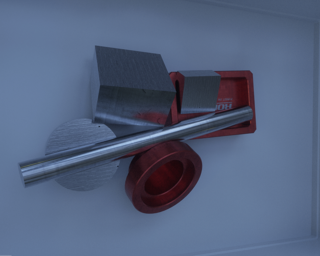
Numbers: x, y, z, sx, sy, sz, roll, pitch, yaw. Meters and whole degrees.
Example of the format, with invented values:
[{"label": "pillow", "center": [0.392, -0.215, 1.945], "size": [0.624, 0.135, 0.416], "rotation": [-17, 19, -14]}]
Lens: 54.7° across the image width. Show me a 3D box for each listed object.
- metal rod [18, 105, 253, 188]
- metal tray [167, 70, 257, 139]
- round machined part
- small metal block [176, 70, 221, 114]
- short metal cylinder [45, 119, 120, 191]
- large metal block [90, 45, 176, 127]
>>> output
[{"label": "metal rod", "center": [-0.003, 0.012, 0.365], "size": [0.303, 0.025, 0.025], "rotation": [-15, 95, -31]}, {"label": "metal tray", "center": [0.069, -0.033, 0.432], "size": [0.131, 0.030, 0.089], "rotation": [-5, 92, -20]}, {"label": "round machined part", "center": [0.000, 0.056, 0.384], "size": [0.099, 0.042, 0.097], "rotation": [-21, 133, -24]}, {"label": "small metal block", "center": [0.048, -0.048, 0.405], "size": [0.050, 0.025, 0.050], "rotation": [-5, 118, -20]}, {"label": "short metal cylinder", "center": [-0.091, 0.029, 0.362], "size": [0.081, 0.050, 0.079], "rotation": [0, 90, -21]}, {"label": "large metal block", "center": [-0.035, -0.049, 0.359], "size": [0.081, 0.080, 0.050], "rotation": [3, 131, -19]}]
